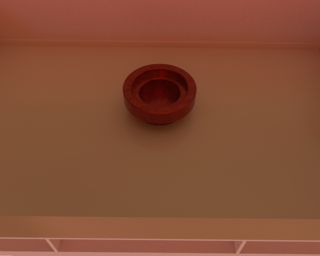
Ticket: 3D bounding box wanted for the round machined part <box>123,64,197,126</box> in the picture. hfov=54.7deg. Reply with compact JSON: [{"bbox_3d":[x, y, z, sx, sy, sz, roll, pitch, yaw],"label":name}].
[{"bbox_3d":[-0.001,-0.042,0.429,0.099,0.042,0.098,0,50,0],"label":"round machined part"}]
